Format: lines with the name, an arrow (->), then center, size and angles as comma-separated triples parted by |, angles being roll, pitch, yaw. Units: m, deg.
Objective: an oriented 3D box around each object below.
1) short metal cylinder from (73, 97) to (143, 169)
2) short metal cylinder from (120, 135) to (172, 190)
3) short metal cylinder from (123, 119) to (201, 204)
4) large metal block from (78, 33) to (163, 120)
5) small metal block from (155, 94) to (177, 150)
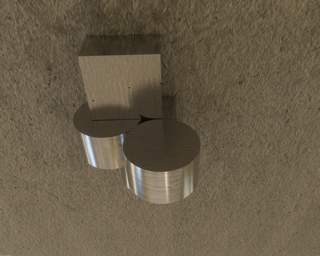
short metal cylinder -> -0.059, 0.003, 0.376 | 0.080, 0.080, 0.050 | -2, 130, 1
short metal cylinder -> -0.013, 0.041, 0.408 | 0.081, 0.080, 0.050 | 0, 130, 0
short metal cylinder -> 0.003, 0.034, 0.337 | 0.080, 0.080, 0.050 | -2, 130, 1
large metal block -> -0.039, -0.056, 0.345 | 0.080, 0.050, 0.079 | -2, 130, 1
small metal block -> 0.006, -0.008, 0.389 | 0.025, 0.050, 0.050 | 1, 130, -1
